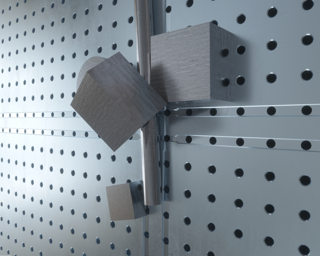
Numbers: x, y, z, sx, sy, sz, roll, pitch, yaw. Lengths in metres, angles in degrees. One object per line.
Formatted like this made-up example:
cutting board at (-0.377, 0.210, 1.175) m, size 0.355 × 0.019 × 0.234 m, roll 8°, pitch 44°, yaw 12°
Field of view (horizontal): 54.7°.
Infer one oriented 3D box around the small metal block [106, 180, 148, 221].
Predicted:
small metal block at (-0.049, 0.105, 0.448) m, size 0.050 × 0.025 × 0.050 m, roll -17°, pitch 79°, yaw 38°

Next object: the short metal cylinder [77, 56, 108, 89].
short metal cylinder at (-0.077, -0.061, 0.454) m, size 0.080 × 0.050 × 0.079 m, roll 0°, pitch 90°, yaw 39°

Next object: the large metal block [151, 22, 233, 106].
large metal block at (0.036, -0.069, 0.362) m, size 0.080 × 0.050 × 0.079 m, roll -1°, pitch 90°, yaw 39°

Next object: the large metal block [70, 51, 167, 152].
large metal block at (-0.051, -0.028, 0.367) m, size 0.080 × 0.050 × 0.080 m, roll 48°, pitch 144°, yaw -2°

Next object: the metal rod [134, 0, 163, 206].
metal rod at (-0.017, -0.048, 0.421) m, size 0.025 × 0.025 × 0.298 m, roll -5°, pitch 87°, yaw 39°
